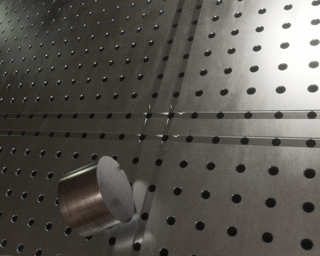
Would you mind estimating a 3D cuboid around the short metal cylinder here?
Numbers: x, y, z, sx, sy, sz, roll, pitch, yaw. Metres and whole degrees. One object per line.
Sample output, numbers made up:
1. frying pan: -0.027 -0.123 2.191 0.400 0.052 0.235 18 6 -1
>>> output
1. short metal cylinder: -0.072 0.079 0.361 0.050 0.080 0.080 -24 53 14
